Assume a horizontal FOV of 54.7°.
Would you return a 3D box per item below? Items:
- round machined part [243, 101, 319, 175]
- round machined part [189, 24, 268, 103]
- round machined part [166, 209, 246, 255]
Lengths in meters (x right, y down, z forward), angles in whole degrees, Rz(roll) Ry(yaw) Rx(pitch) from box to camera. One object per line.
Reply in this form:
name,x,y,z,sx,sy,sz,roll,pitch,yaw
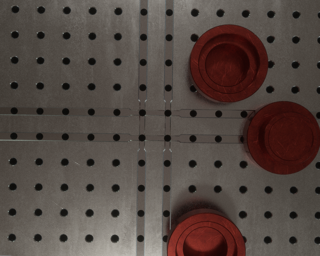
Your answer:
round machined part,0.163,0.013,0.407,0.099,0.042,0.097,0,90,-1
round machined part,0.086,-0.081,0.406,0.099,0.042,0.097,0,90,-1
round machined part,0.058,0.154,0.406,0.099,0.042,0.097,0,90,-1
